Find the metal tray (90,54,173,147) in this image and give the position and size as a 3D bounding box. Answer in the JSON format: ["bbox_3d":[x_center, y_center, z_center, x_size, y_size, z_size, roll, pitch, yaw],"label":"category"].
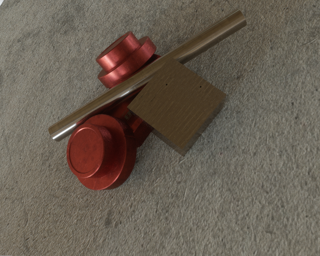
[{"bbox_3d":[-0.030,-0.046,0.446,0.090,0.030,0.130,27,76,37],"label":"metal tray"}]

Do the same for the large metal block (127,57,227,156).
[{"bbox_3d":[0.021,-0.024,0.375,0.080,0.050,0.080,37,81,14],"label":"large metal block"}]

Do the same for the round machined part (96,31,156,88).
[{"bbox_3d":[-0.057,-0.107,0.464,0.098,0.042,0.098,-33,23,17],"label":"round machined part"}]

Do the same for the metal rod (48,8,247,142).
[{"bbox_3d":[-0.022,-0.067,0.421,0.300,0.025,0.025,-31,52,8],"label":"metal rod"}]

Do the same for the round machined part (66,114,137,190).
[{"bbox_3d":[-0.081,0.030,0.396,0.098,0.042,0.098,-6,78,34],"label":"round machined part"}]
